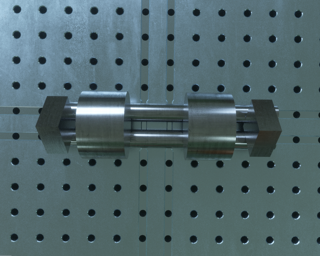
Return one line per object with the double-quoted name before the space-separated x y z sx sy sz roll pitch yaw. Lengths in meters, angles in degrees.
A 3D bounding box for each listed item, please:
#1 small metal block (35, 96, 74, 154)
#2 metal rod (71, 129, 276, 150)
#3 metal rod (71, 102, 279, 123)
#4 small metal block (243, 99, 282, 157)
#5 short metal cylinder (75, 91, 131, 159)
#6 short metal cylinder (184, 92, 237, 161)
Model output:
"small metal block" -0.125 -0.004 0.377 0.025 0.050 0.050 1 48 0
"metal rod" 0.001 0.015 0.413 0.302 0.025 0.025 1 90 0
"metal rod" 0.004 -0.020 0.413 0.302 0.025 0.025 1 90 0
"small metal block" 0.123 0.000 0.379 0.025 0.050 0.050 1 49 0
"short metal cylinder" -0.063 -0.004 0.363 0.050 0.080 0.079 1 90 0
"short metal cylinder" 0.055 -0.002 0.364 0.050 0.080 0.079 1 90 0
